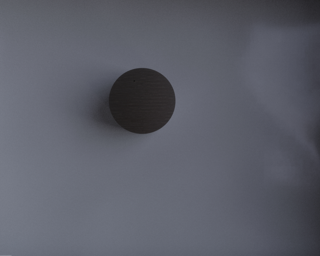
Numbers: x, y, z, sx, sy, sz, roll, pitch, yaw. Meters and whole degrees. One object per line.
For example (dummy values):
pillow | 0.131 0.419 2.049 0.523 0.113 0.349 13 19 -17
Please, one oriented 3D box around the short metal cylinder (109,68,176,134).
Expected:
short metal cylinder | -0.021 -0.033 0.399 0.080 0.050 0.080 0 90 0
